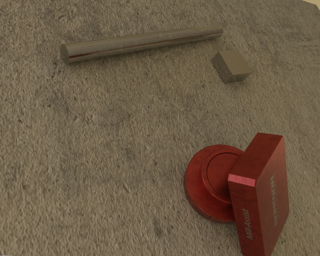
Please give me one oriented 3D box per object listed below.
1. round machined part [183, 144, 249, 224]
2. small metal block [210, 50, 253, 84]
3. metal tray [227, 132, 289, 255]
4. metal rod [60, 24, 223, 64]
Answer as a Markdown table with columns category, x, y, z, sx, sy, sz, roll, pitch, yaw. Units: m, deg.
| category | x | y | z | sx | sy | sz | roll | pitch | yaw |
| --- | --- | --- | --- | --- | --- | --- | --- | --- | --- |
| round machined part | 0.081 | 0.064 | 0.380 | 0.099 | 0.042 | 0.098 | 3 | 62 | -5 |
| small metal block | 0.124 | -0.107 | 0.539 | 0.050 | 0.025 | 0.050 | -13 | 69 | -34 |
| metal tray | 0.122 | 0.082 | 0.368 | 0.090 | 0.030 | 0.129 | -43 | 128 | -39 |
| metal rod | -0.007 | -0.137 | 0.485 | 0.302 | 0.025 | 0.025 | -20 | 73 | -36 |
